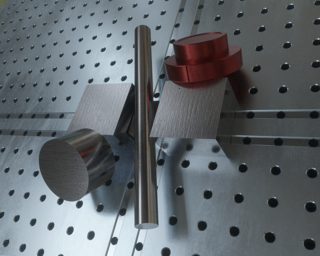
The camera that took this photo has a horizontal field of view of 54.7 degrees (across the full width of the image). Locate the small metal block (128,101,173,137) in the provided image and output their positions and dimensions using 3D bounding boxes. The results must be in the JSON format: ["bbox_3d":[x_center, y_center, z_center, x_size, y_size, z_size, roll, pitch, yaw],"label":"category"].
[{"bbox_3d":[-0.009,-0.009,0.419,0.050,0.025,0.050,1,62,28],"label":"small metal block"}]

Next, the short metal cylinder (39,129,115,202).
[{"bbox_3d":[-0.105,0.045,0.392,0.080,0.050,0.079,9,109,27],"label":"short metal cylinder"}]

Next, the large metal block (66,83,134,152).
[{"bbox_3d":[-0.073,-0.016,0.441,0.080,0.050,0.080,2,63,29],"label":"large metal block"}]

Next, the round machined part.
[{"bbox_3d":[0.053,-0.095,0.396,0.098,0.042,0.098,-11,24,5],"label":"round machined part"}]

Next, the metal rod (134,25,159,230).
[{"bbox_3d":[-0.020,-0.024,0.400,0.025,0.025,0.299,-16,55,19],"label":"metal rod"}]

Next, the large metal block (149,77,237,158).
[{"bbox_3d":[0.043,-0.012,0.378,0.080,0.050,0.080,1,62,28],"label":"large metal block"}]
